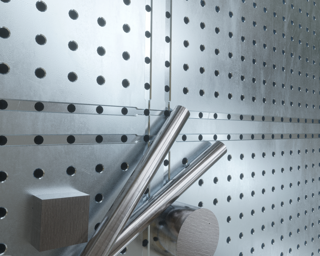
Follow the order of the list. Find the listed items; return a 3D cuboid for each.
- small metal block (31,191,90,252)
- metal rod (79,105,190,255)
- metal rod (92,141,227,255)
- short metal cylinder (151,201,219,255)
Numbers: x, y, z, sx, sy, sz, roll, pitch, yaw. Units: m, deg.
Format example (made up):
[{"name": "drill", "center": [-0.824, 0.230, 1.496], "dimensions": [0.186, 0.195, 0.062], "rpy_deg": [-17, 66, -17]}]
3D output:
[{"name": "small metal block", "center": [-0.103, 0.095, 0.323], "dimensions": [0.050, 0.025, 0.050], "rpy_deg": [4, 88, -40]}, {"name": "metal rod", "center": [-0.039, 0.086, 0.358], "dimensions": [0.025, 0.025, 0.301], "rpy_deg": [51, 54, -28]}, {"name": "metal rod", "center": [-0.007, 0.102, 0.403], "dimensions": [0.302, 0.025, 0.025], "rpy_deg": [-35, 112, -34]}, {"name": "short metal cylinder", "center": [0.035, 0.145, 0.423], "dimensions": [0.081, 0.050, 0.079], "rpy_deg": [0, 90, -40]}]
